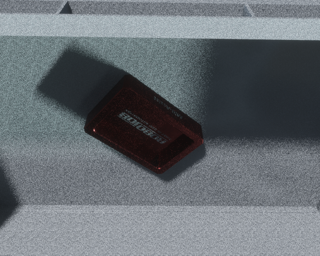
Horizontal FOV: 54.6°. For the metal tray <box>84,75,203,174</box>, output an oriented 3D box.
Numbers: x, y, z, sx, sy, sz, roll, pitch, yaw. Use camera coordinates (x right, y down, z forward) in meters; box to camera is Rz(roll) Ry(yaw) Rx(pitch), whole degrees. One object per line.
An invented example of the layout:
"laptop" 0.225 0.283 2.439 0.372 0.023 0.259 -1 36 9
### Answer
"metal tray" -0.019 0.001 0.405 0.130 0.030 0.090 34 122 -26
